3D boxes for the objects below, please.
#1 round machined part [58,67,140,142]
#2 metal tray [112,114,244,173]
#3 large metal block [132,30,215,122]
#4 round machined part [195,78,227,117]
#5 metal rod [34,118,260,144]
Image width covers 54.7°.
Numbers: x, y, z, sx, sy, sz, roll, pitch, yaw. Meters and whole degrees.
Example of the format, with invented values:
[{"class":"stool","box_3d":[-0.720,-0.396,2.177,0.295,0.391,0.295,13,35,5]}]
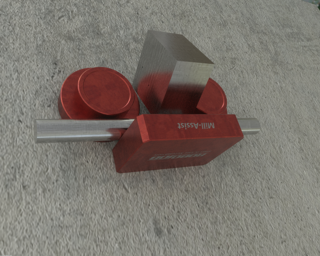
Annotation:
[{"class":"round machined part","box_3d":[-0.070,-0.035,0.377,0.099,0.042,0.098,14,56,-21]},{"class":"metal tray","box_3d":[0.020,0.019,0.364,0.131,0.090,0.030,-1,63,-29]},{"class":"large metal block","box_3d":[0.012,-0.064,0.383,0.050,0.079,0.080,-2,39,-30]},{"class":"round machined part","box_3d":[0.057,-0.038,0.449,0.099,0.042,0.098,14,56,-21]},{"class":"metal rod","box_3d":[0.007,0.000,0.384,0.303,0.025,0.025,-1,63,-29]}]
